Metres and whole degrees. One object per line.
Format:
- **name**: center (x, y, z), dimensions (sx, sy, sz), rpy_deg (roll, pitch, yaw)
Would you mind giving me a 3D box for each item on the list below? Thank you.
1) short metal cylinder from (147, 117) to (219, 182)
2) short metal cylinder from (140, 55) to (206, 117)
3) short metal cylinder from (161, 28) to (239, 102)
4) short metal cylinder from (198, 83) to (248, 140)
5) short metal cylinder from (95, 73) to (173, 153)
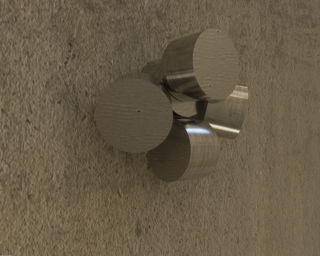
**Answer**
- **short metal cylinder**: center (0.028, 0.027, 0.395), dimensions (0.050, 0.080, 0.079), rpy_deg (2, 89, -40)
- **short metal cylinder**: center (0.018, -0.054, 0.407), dimensions (0.081, 0.050, 0.079), rpy_deg (0, 90, -40)
- **short metal cylinder**: center (0.049, -0.072, 0.366), dimensions (0.081, 0.050, 0.079), rpy_deg (0, 90, -40)
- **short metal cylinder**: center (0.086, -0.027, 0.437), dimensions (0.050, 0.080, 0.080), rpy_deg (12, 81, -1)
- **short metal cylinder**: center (-0.026, -0.019, 0.343), dimensions (0.081, 0.050, 0.079), rpy_deg (0, 107, 1)
